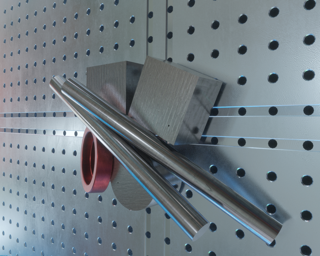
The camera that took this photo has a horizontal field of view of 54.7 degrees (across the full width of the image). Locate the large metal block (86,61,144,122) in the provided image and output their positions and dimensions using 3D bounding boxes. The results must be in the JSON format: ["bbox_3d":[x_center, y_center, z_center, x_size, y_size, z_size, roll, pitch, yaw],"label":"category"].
[{"bbox_3d":[-0.057,-0.045,0.431,0.080,0.050,0.079,1,91,40],"label":"large metal block"}]

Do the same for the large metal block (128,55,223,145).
[{"bbox_3d":[0.016,-0.034,0.374,0.080,0.050,0.079,31,109,35],"label":"large metal block"}]

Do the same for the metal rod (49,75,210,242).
[{"bbox_3d":[-0.056,0.018,0.383,0.300,0.025,0.025,41,115,31],"label":"metal rod"}]

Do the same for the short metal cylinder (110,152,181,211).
[{"bbox_3d":[-0.019,0.062,0.402,0.080,0.050,0.079,0,90,40],"label":"short metal cylinder"}]

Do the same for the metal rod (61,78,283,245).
[{"bbox_3d":[-0.002,0.026,0.357,0.300,0.025,0.025,34,112,19],"label":"metal rod"}]

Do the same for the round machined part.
[{"bbox_3d":[-0.083,0.044,0.447,0.098,0.042,0.097,-13,75,62],"label":"round machined part"}]
